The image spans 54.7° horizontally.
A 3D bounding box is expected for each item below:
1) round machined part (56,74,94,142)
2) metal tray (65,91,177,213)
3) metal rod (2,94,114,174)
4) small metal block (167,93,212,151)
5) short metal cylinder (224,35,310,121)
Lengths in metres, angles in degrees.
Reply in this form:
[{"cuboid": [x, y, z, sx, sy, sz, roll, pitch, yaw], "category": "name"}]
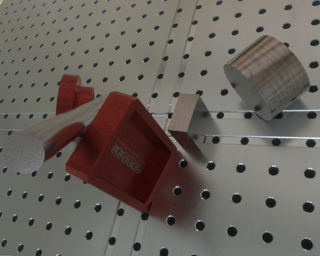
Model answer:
[{"cuboid": [-0.121, -0.028, 0.452, 0.042, 0.097, 0.098, 5, 58, -9], "category": "round machined part"}, {"cuboid": [-0.032, 0.032, 0.336, 0.030, 0.130, 0.090, 19, 72, 30], "category": "metal tray"}, {"cuboid": [-0.081, -0.012, 0.331, 0.025, 0.025, 0.300, -34, 9, 6], "category": "metal rod"}, {"cuboid": [0.037, -0.007, 0.376, 0.025, 0.050, 0.050, 7, 65, 31], "category": "small metal block"}, {"cuboid": [0.117, -0.055, 0.345, 0.050, 0.080, 0.080, -38, 51, 2], "category": "short metal cylinder"}]
